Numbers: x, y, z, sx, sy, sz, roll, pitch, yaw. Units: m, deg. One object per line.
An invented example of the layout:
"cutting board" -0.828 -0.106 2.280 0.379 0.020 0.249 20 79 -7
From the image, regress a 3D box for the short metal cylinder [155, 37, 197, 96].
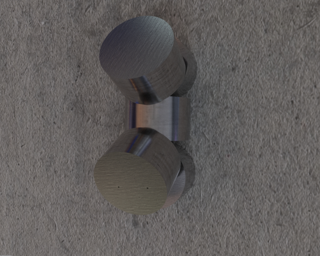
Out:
"short metal cylinder" 0.003 -0.077 0.396 0.080 0.050 0.080 0 90 20

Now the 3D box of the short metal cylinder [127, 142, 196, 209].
"short metal cylinder" 0.000 0.058 0.397 0.080 0.050 0.080 0 90 20

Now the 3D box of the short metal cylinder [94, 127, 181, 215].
"short metal cylinder" -0.023 0.046 0.335 0.080 0.050 0.079 9 121 16

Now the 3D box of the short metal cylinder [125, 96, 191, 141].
"short metal cylinder" -0.003 -0.011 0.383 0.080 0.080 0.050 2 91 20

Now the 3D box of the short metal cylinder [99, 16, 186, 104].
"short metal cylinder" -0.017 -0.072 0.334 0.080 0.050 0.080 -8 62 15
